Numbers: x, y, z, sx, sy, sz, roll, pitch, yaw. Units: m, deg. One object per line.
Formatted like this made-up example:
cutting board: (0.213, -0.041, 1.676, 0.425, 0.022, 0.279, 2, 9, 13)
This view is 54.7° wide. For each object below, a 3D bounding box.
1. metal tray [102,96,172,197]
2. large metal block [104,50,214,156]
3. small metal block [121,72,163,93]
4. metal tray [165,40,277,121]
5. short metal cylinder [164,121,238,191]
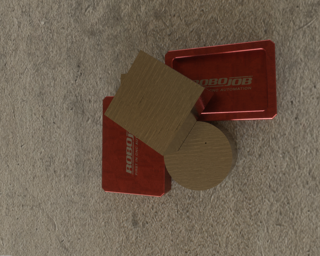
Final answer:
metal tray: (-0.031, 0.022, 0.419, 0.090, 0.030, 0.129, 1, 90, 20)
large metal block: (0.000, -0.027, 0.342, 0.080, 0.050, 0.080, 34, 101, 16)
small metal block: (-0.017, -0.055, 0.403, 0.050, 0.050, 0.025, 1, 91, 20)
metal tray: (0.073, -0.054, 0.381, 0.130, 0.030, 0.089, -2, 89, 19)
short metal cylinder: (0.051, 0.032, 0.378, 0.080, 0.050, 0.080, 0, 90, 20)
